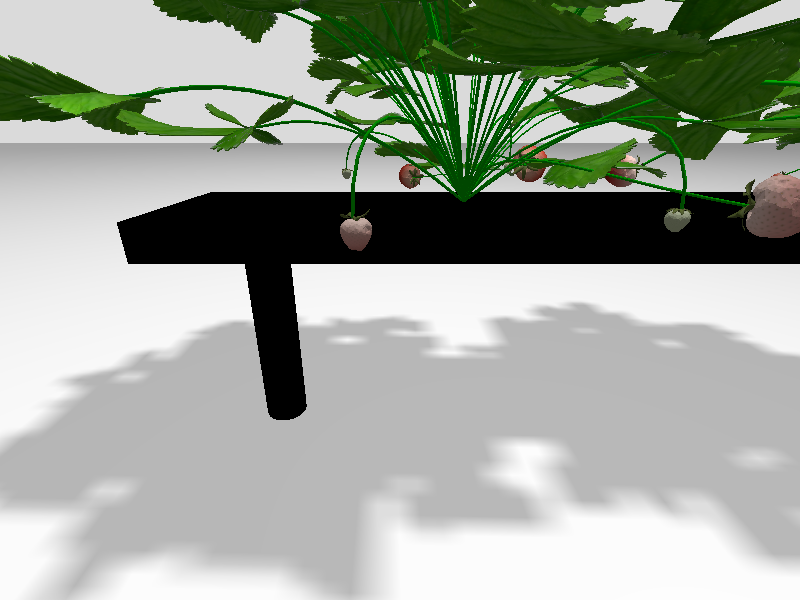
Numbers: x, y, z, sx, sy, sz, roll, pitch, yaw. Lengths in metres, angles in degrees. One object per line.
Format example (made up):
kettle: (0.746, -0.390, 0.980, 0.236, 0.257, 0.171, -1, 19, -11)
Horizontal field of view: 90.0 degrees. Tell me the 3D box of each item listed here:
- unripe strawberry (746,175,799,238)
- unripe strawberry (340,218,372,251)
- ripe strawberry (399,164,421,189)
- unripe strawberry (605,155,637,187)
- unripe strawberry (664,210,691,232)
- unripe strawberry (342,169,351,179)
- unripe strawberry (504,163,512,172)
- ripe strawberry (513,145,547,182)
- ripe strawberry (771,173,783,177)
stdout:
unripe strawberry: (0.210, -0.050, 0.218, 0.033, 0.034, 0.030, 19, 29, 36)
unripe strawberry: (-0.022, -0.033, 0.200, 0.015, 0.016, 0.017, 11, 25, 24)
ripe strawberry: (0.009, -0.133, 0.429, 0.024, 0.025, 0.026, -10, 24, -23)
unripe strawberry: (0.234, -0.136, 0.425, 0.030, 0.032, 0.028, -4, 20, 22)
unripe strawberry: (0.143, -0.041, 0.207, 0.011, 0.011, 0.011, -13, 26, -29)
unripe strawberry: (-0.058, -0.138, 0.438, 0.010, 0.010, 0.011, 20, 30, 39)
unripe strawberry: (0.137, -0.167, 0.505, 0.011, 0.012, 0.013, 10, 25, 23)
ripe strawberry: (0.160, -0.166, 0.488, 0.041, 0.043, 0.044, 14, 26, 30)
ripe strawberry: (0.407, -0.130, 0.434, 0.015, 0.013, 0.015, -21, -13, -40)
